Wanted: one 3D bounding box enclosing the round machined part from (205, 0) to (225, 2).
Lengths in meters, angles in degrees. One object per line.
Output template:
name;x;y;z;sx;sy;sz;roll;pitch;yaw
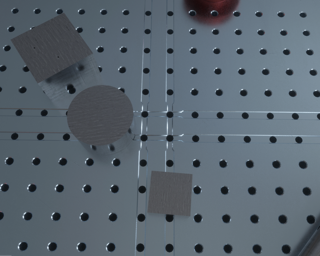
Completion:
round machined part;0.089;-0.241;0.491;0.099;0.042;0.098;0;70;0

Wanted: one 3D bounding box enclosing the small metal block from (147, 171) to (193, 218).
small metal block;0.013;0.082;0.382;0.050;0.025;0.050;5;70;1

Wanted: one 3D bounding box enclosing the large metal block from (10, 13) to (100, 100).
large metal block;-0.144;-0.100;0.434;0.080;0.050;0.080;-33;73;-11

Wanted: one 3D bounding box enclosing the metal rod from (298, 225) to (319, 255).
metal rod;0.228;0.097;0.377;0.025;0.025;0.301;41;75;13

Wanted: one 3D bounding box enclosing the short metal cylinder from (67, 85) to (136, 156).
short metal cylinder;-0.073;-0.008;0.401;0.081;0.050;0.080;0;70;0
